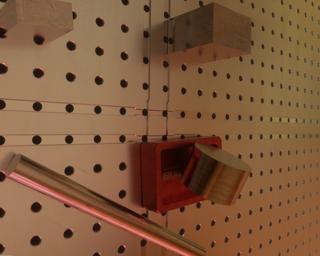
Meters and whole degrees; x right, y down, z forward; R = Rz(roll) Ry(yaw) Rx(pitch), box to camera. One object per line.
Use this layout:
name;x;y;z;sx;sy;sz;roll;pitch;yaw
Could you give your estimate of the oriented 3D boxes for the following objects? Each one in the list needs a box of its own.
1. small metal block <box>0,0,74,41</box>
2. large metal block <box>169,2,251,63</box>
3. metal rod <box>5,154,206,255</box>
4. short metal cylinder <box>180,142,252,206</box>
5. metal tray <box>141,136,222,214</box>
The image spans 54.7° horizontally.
small metal block;-0.118;-0.103;0.295;0.050;0.050;0.025;-7;95;-40
large metal block;0.070;-0.129;0.434;0.081;0.080;0.050;1;89;-40
metal rod;-0.041;0.111;0.377;0.301;0.025;0.025;38;67;-34
short metal cylinder;0.074;0.059;0.412;0.081;0.080;0.050;13;104;-40
metal tray;0.035;0.060;0.437;0.131;0.030;0.089;-4;92;-40
